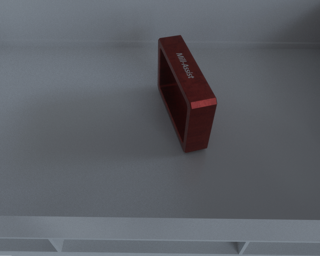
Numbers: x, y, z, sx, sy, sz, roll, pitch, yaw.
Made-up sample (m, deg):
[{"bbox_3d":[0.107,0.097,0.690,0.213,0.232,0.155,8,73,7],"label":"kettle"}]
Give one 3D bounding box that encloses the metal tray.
[{"bbox_3d":[0.029,-0.045,0.398,0.030,0.090,0.130,-12,51,-11],"label":"metal tray"}]
